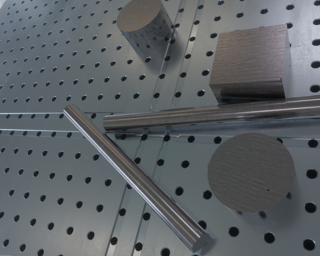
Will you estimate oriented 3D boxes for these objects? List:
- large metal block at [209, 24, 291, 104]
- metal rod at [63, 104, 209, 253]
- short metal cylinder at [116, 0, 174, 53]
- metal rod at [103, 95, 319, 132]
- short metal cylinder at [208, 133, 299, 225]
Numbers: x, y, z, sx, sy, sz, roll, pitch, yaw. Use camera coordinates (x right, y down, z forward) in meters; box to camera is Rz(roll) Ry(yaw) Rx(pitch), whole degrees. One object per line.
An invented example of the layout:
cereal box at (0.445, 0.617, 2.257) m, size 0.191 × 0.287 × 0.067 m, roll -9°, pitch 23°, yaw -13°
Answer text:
large metal block at (0.112, -0.074, 0.379) m, size 0.080 × 0.050 × 0.080 m, roll 1°, pitch 62°, yaw 28°
metal rod at (-0.051, 0.045, 0.407) m, size 0.025 × 0.025 × 0.300 m, roll -48°, pitch 51°, yaw -5°
short metal cylinder at (-0.024, -0.171, 0.510) m, size 0.080 × 0.050 × 0.080 m, roll -13°, pitch 56°, yaw 21°
metal rod at (0.059, -0.016, 0.386) m, size 0.300 × 0.025 × 0.025 m, roll -4°, pitch 60°, yaw 26°
short metal cylinder at (0.094, 0.051, 0.311) m, size 0.080 × 0.050 × 0.080 m, roll -13°, pitch 56°, yaw 21°
